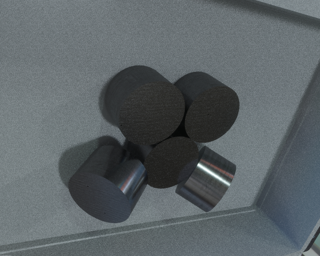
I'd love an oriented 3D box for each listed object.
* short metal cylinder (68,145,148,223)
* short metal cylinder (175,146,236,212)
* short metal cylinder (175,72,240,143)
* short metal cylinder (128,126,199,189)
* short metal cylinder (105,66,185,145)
[{"bbox_3d":[-0.061,0.068,0.374,0.050,0.080,0.079,-57,149,-50],"label":"short metal cylinder"},{"bbox_3d":[0.065,0.073,0.445,0.050,0.080,0.080,33,103,1],"label":"short metal cylinder"},{"bbox_3d":[0.056,-0.027,0.406,0.081,0.050,0.079,-14,125,-21],"label":"short metal cylinder"},{"bbox_3d":[0.004,0.033,0.413,0.081,0.050,0.079,-14,125,-21],"label":"short metal cylinder"},{"bbox_3d":[-0.018,-0.027,0.364,0.081,0.050,0.079,-14,125,-21],"label":"short metal cylinder"}]
